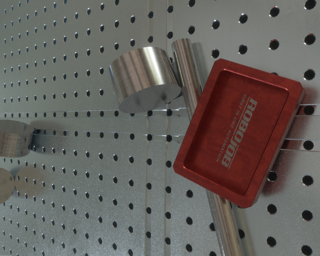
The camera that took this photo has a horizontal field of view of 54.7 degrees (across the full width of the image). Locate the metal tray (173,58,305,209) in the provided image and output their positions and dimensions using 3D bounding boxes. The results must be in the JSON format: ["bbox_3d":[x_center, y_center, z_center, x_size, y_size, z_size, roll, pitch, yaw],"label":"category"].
[{"bbox_3d":[0.078,0.004,0.320,0.090,0.030,0.129,25,98,27],"label":"metal tray"}]

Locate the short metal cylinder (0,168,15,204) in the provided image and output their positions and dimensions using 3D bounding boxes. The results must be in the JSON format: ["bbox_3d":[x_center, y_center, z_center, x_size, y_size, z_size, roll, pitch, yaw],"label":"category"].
[{"bbox_3d":[-0.371,0.128,0.681,0.050,0.081,0.080,-11,83,39],"label":"short metal cylinder"}]

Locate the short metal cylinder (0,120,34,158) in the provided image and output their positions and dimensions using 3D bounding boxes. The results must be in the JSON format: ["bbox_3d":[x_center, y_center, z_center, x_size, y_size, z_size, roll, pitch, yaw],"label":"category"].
[{"bbox_3d":[-0.300,0.020,0.622,0.080,0.081,0.050,27,107,37],"label":"short metal cylinder"}]

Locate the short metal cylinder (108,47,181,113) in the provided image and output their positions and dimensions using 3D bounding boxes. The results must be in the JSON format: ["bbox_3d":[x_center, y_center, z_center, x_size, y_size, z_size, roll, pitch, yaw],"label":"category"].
[{"bbox_3d":[-0.020,-0.058,0.390,0.080,0.081,0.050,-30,72,36],"label":"short metal cylinder"}]

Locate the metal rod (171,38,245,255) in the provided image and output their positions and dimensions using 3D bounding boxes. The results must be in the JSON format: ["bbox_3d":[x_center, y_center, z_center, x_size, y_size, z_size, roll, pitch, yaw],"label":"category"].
[{"bbox_3d":[0.058,0.037,0.361,0.025,0.025,0.299,-20,77,38],"label":"metal rod"}]
